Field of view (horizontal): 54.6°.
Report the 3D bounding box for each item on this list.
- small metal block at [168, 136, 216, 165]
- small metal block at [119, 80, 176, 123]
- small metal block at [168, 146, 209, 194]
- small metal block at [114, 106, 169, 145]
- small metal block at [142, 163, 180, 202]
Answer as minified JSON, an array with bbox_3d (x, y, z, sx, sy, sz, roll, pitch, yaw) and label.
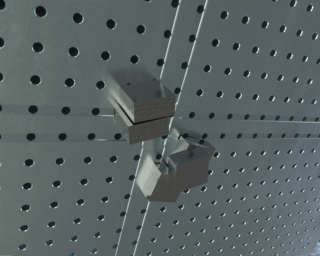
[{"bbox_3d":[0.047,0.043,0.462,0.050,0.025,0.050,11,113,-33],"label":"small metal block"},{"bbox_3d":[-0.016,-0.033,0.365,0.050,0.050,0.025,-12,124,-22],"label":"small metal block"},{"bbox_3d":[0.040,0.058,0.436,0.050,0.025,0.050,-15,125,-20],"label":"small metal block"},{"bbox_3d":[-0.022,-0.009,0.377,0.050,0.050,0.025,-14,124,-21],"label":"small metal block"},{"bbox_3d":[0.008,0.083,0.466,0.050,0.025,0.050,11,113,-33],"label":"small metal block"}]
